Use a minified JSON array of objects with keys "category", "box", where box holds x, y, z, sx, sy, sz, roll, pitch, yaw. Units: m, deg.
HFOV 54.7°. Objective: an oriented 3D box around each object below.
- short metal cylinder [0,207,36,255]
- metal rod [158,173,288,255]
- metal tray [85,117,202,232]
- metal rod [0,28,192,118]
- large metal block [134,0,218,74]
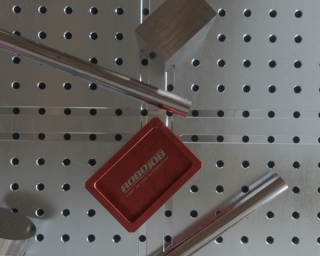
[{"category":"short metal cylinder","box":[-0.204,0.139,0.384,0.080,0.080,0.050,25,90,0]},{"category":"metal rod","box":[0.040,0.157,0.413,0.301,0.025,0.025,-35,90,0]},{"category":"metal tray","box":[-0.021,0.060,0.410,0.130,0.030,0.090,-44,90,0]},{"category":"metal rod","box":[-0.103,-0.078,0.412,0.301,0.025,0.025,21,90,0]},{"category":"large metal block","box":[0.018,-0.119,0.386,0.080,0.080,0.050,-43,90,0]}]
